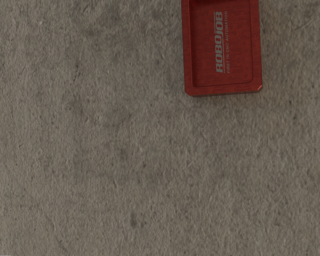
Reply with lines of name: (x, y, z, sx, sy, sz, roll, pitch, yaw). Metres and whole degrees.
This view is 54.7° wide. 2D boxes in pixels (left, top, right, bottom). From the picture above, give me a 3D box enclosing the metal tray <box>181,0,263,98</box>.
metal tray: (0.075, -0.106, 0.379, 0.090, 0.030, 0.129, -3, 89, 19)
